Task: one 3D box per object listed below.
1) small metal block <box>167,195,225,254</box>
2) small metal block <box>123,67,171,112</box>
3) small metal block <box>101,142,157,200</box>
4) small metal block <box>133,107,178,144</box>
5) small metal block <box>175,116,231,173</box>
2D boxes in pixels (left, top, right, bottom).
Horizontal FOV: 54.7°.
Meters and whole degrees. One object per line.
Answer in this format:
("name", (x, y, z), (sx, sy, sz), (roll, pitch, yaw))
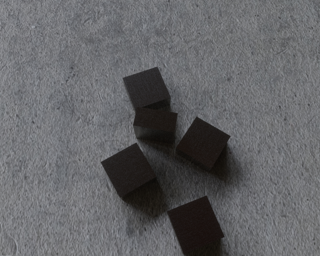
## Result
("small metal block", (0.041, 0.114, 0.367), (0.050, 0.025, 0.050), (-20, 71, -7))
("small metal block", (-0.018, -0.050, 0.426), (0.050, 0.025, 0.050), (-20, 71, -7))
("small metal block", (-0.038, 0.054, 0.388), (0.050, 0.025, 0.050), (-29, 73, -10))
("small metal block", (-0.005, -0.002, 0.395), (0.050, 0.050, 0.025), (9, 71, 3))
("small metal block", (0.055, 0.022, 0.400), (0.050, 0.025, 0.050), (31, 73, 10))
